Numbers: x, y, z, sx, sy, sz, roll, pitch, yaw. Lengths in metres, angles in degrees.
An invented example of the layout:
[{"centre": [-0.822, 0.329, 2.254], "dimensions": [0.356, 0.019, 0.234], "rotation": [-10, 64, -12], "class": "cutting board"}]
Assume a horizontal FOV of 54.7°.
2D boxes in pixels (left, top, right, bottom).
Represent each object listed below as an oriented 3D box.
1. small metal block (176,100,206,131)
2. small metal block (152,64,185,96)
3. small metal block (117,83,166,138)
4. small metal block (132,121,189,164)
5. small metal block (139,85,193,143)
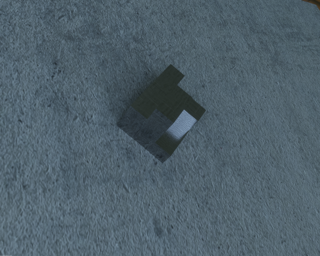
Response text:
[{"centre": [0.025, -0.020, 0.416], "dimensions": [0.050, 0.050, 0.025], "rotation": [40, 51, -2], "class": "small metal block"}, {"centre": [0.002, -0.052, 0.423], "dimensions": [0.025, 0.050, 0.050], "rotation": [40, 51, -2], "class": "small metal block"}, {"centre": [-0.023, -0.021, 0.391], "dimensions": [0.025, 0.050, 0.050], "rotation": [40, 51, -2], "class": "small metal block"}, {"centre": [0.001, 0.009, 0.402], "dimensions": [0.050, 0.025, 0.050], "rotation": [40, 51, -1], "class": "small metal block"}, {"centre": [0.007, -0.017, 0.372], "dimensions": [0.025, 0.050, 0.050], "rotation": [40, 51, -2], "class": "small metal block"}]
